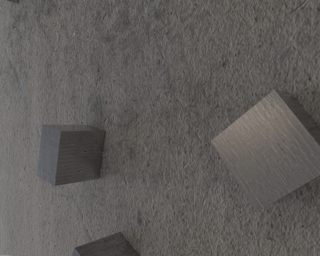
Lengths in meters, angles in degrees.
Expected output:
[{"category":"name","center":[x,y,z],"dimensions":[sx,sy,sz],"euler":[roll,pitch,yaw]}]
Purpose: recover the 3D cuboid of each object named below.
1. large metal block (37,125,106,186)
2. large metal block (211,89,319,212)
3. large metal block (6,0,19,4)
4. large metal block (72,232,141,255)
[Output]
[{"category":"large metal block","center":[-0.137,0.039,0.482],"dimensions":[0.050,0.081,0.079],"euler":[14,99,39]},{"category":"large metal block","center":[0.111,0.021,0.297],"dimensions":[0.080,0.050,0.080],"euler":[-44,64,31]},{"category":"large metal block","center":[-0.332,-0.328,0.663],"dimensions":[0.080,0.050,0.080],"euler":[46,117,30]},{"category":"large metal block","center":[-0.086,0.205,0.440],"dimensions":[0.050,0.081,0.079],"euler":[37,113,34]}]
